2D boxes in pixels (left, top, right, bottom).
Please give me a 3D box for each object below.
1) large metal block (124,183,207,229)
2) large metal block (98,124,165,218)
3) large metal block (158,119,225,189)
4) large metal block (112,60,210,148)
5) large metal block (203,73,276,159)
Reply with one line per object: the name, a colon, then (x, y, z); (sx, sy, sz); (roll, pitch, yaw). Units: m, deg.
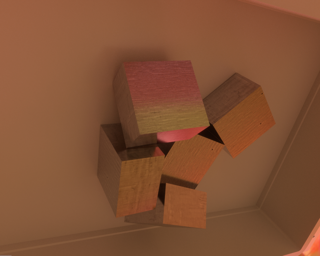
large metal block: (0.008, 0.112, 0.439); (0.080, 0.080, 0.050); (21, 65, -38)
large metal block: (-0.040, 0.048, 0.381); (0.050, 0.080, 0.079); (-6, 121, -26)
large metal block: (0.028, 0.033, 0.430); (0.080, 0.050, 0.080); (21, 107, -36)
large metal block: (-0.001, -0.027, 0.348); (0.081, 0.080, 0.050); (-7, 163, -24)
large metal block: (0.107, -0.017, 0.441); (0.080, 0.050, 0.080); (-40, 130, -2)
